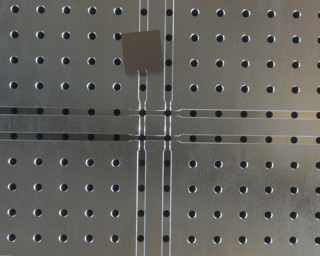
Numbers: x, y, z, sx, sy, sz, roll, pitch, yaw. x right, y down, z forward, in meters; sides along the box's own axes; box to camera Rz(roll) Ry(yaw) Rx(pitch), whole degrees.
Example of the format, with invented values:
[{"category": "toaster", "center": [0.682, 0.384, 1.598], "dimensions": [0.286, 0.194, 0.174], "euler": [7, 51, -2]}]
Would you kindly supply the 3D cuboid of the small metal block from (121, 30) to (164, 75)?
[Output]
[{"category": "small metal block", "center": [-0.023, -0.100, 0.413], "dimensions": [0.050, 0.025, 0.050], "euler": [-7, 90, -1]}]
